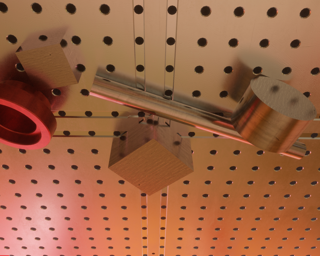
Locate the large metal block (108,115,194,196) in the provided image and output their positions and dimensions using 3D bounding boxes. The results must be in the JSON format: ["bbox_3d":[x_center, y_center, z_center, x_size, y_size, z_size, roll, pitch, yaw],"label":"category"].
[{"bbox_3d":[-0.012,0.039,0.429,0.080,0.050,0.080,-34,123,25],"label":"large metal block"}]

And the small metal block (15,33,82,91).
[{"bbox_3d":[-0.123,-0.073,0.348,0.050,0.025,0.050,-10,130,7],"label":"small metal block"}]

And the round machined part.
[{"bbox_3d":[-0.172,-0.019,0.372,0.099,0.042,0.097,7,142,6],"label":"round machined part"}]

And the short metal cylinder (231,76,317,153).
[{"bbox_3d":[0.131,-0.017,0.363,0.081,0.080,0.050,13,129,-12],"label":"short metal cylinder"}]

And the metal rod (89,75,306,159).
[{"bbox_3d":[0.060,-0.009,0.404,0.302,0.025,0.025,17,128,-15],"label":"metal rod"}]
